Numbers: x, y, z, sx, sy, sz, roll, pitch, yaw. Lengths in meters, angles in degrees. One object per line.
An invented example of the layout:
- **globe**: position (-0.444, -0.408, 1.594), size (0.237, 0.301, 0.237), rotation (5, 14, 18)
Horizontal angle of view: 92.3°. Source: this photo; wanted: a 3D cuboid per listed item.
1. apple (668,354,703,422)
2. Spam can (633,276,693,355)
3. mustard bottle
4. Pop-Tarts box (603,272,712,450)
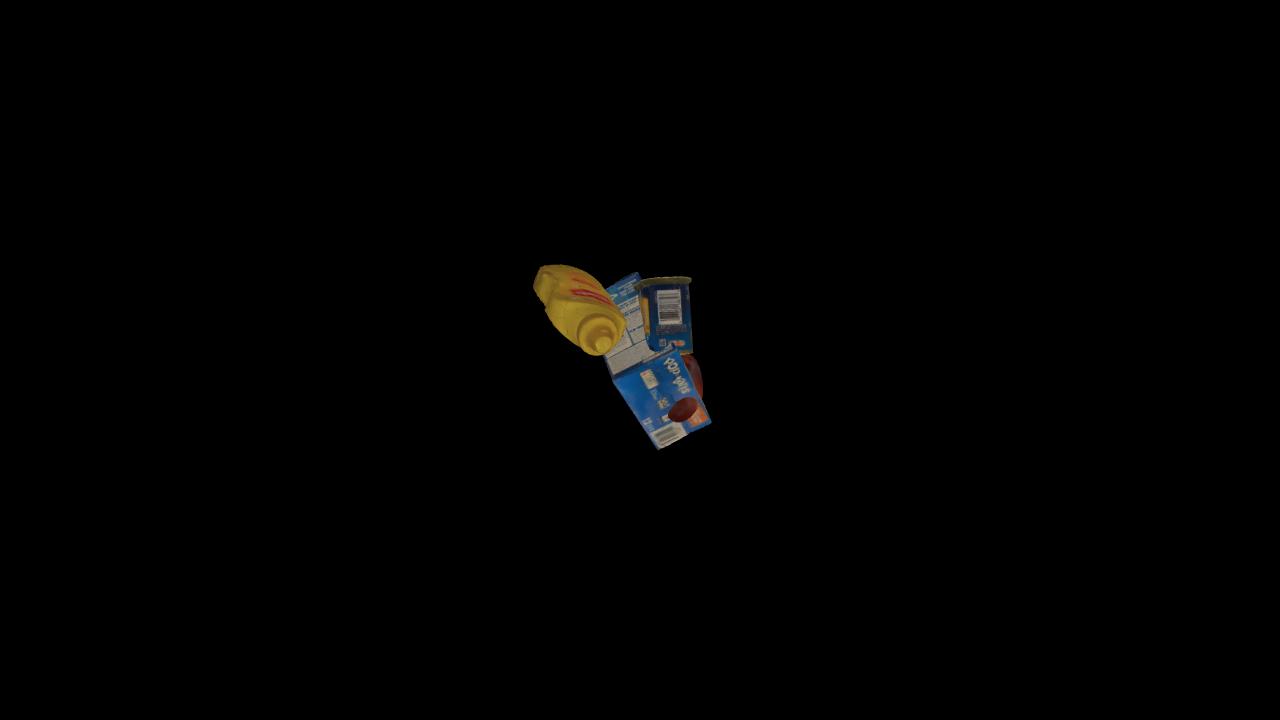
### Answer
- **apple**: position (0.040, 0.033, 0.756), size (0.079, 0.093, 0.079), rotation (1, 36, -1)
- **Spam can**: position (0.026, -0.048, 0.710), size (0.058, 0.085, 0.101), rotation (-3, 2, -8)
- **mustard bottle**: position (-0.061, -0.051, 0.677), size (0.092, 0.054, 0.184), rotation (23, 16, -26)
- **Pop-Tarts box**: position (0.010, 0.004, 0.765), size (0.083, 0.141, 0.167), rotation (-26, -41, 2)
